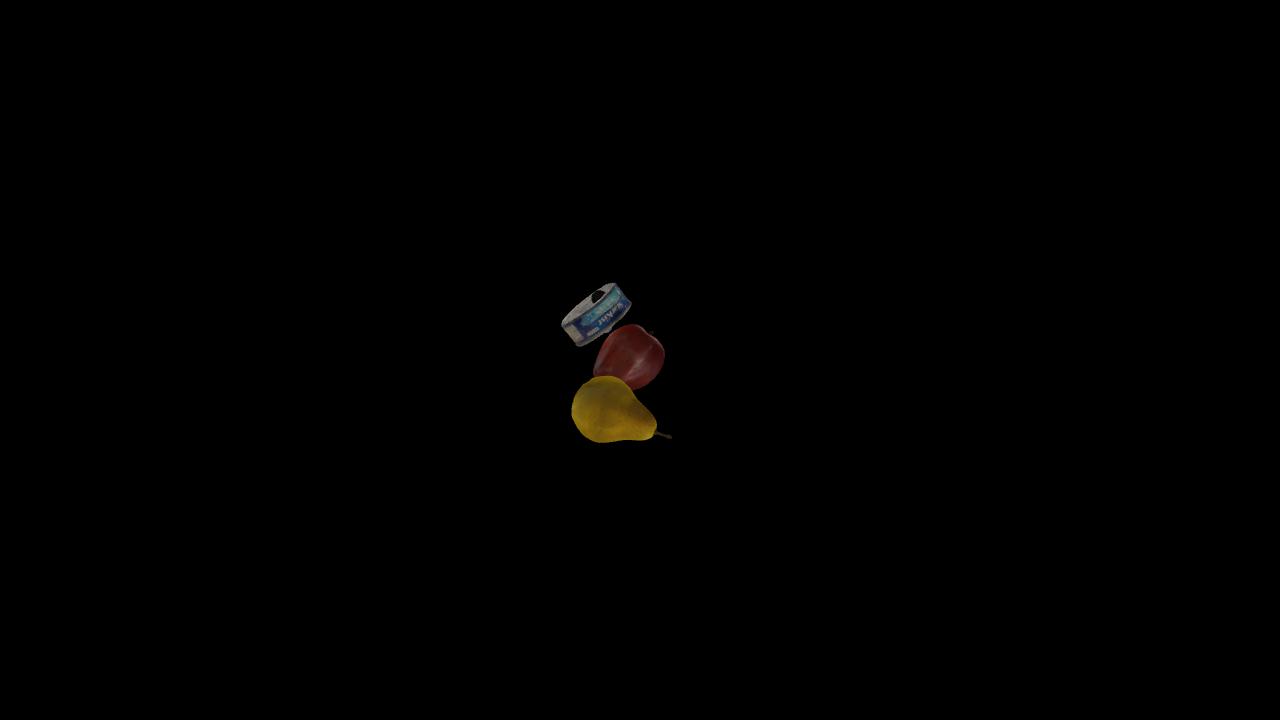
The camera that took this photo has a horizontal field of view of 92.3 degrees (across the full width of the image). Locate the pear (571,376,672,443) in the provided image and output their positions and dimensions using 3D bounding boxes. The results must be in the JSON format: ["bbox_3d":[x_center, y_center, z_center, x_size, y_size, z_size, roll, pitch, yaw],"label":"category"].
[{"bbox_3d":[-0.020,0.064,0.680,0.111,0.080,0.080,19,8,24],"label":"pear"}]

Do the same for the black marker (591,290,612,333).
[{"bbox_3d":[-0.047,-0.059,0.766,0.020,0.020,0.121,0,-14,0],"label":"black marker"}]

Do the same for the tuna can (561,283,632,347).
[{"bbox_3d":[-0.053,-0.055,0.732,0.084,0.034,0.084,-35,16,11],"label":"tuna can"}]

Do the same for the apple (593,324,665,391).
[{"bbox_3d":[-0.013,-0.001,0.768,0.079,0.093,0.079,43,-9,8],"label":"apple"}]
